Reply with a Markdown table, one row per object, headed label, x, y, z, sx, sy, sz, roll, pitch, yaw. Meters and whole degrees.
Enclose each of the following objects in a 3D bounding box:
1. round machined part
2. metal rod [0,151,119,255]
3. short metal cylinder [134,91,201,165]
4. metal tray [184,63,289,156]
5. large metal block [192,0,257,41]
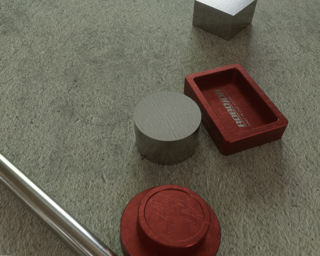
| label | x | y | z | sx | sy | sz | roll | pitch | yaw |
| --- | --- | --- | --- | --- | --- | --- | --- | --- | --- |
| round machined part | 0.011 | 0.094 | 0.302 | 0.099 | 0.042 | 0.098 | 5 | 41 | -4 |
| metal rod | -0.107 | 0.095 | 0.322 | 0.300 | 0.025 | 0.025 | 32 | 57 | 23 |
| short metal cylinder | 0.009 | 0.000 | 0.387 | 0.081 | 0.050 | 0.080 | 0 | 50 | 0 |
| metal tray | 0.099 | -0.031 | 0.427 | 0.091 | 0.030 | 0.130 | -16 | 52 | -13 |
| large metal block | 0.118 | -0.213 | 0.568 | 0.080 | 0.050 | 0.080 | 34 | 57 | 24 |
